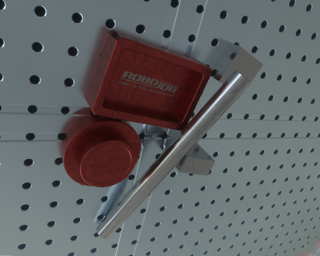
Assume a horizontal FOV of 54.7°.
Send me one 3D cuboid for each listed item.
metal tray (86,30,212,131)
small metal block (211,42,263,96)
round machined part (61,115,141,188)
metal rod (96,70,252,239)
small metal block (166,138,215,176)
[{"bbox_3d":[-0.011,-0.051,0.370,0.131,0.030,0.089,11,113,-33],"label":"metal tray"},{"bbox_3d":[0.103,-0.079,0.418,0.050,0.025,0.050,23,106,-37],"label":"small metal block"},{"bbox_3d":[-0.069,0.034,0.384,0.099,0.042,0.097,-14,124,-21],"label":"round machined part"},{"bbox_3d":[0.008,0.047,0.414,0.025,0.025,0.299,25,114,-37],"label":"metal rod"},{"bbox_3d":[0.042,0.041,0.443,0.050,0.050,0.025,12,112,-34],"label":"small metal block"}]
